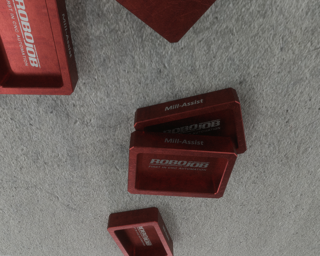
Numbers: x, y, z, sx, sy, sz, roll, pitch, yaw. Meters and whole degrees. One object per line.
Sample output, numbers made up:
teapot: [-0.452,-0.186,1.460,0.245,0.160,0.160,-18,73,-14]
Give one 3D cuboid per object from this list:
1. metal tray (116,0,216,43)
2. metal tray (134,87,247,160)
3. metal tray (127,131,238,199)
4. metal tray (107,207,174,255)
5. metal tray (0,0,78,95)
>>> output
metal tray: [-0.007,-0.150,0.276,0.131,0.030,0.090,32,123,-25]
metal tray: [0.041,0.004,0.407,0.131,0.030,0.090,-12,129,10]
metal tray: [0.025,0.050,0.406,0.131,0.030,0.089,4,130,-4]
metal tray: [-0.033,0.202,0.575,0.090,0.030,0.129,-11,130,9]
metal tray: [-0.141,-0.096,0.320,0.091,0.030,0.129,1,130,-1]
